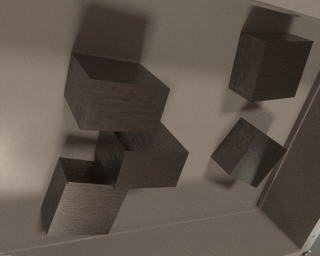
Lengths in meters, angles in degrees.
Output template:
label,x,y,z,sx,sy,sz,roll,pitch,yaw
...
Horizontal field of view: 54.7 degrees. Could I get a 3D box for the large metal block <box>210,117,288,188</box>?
label,x,y,z,sx,sy,sz,roll,pitch,yaw
large metal block,0.143,0.041,0.499,0.080,0.050,0.080,28,103,-38

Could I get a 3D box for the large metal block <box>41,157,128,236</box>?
label,x,y,z,sx,sy,sz,roll,pitch,yaw
large metal block,-0.096,0.089,0.396,0.081,0.050,0.079,12,112,-34

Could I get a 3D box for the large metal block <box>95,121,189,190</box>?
label,x,y,z,sx,sy,sz,roll,pitch,yaw
large metal block,-0.025,0.029,0.379,0.081,0.080,0.050,4,116,-31

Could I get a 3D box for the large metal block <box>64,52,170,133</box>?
label,x,y,z,sx,sy,sz,roll,pitch,yaw
large metal block,-0.049,-0.037,0.325,0.081,0.080,0.050,3,117,-30

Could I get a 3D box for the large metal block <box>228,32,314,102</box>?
label,x,y,z,sx,sy,sz,roll,pitch,yaw
large metal block,0.149,-0.085,0.424,0.081,0.050,0.079,-8,122,-25
